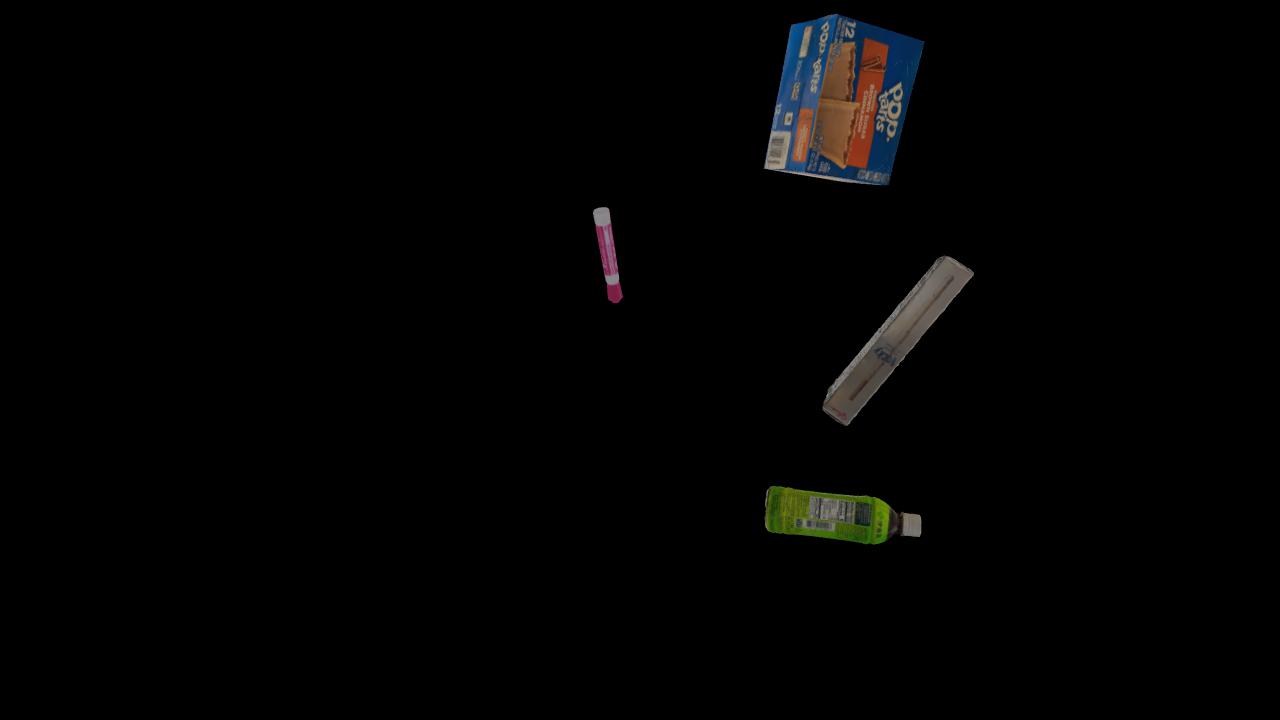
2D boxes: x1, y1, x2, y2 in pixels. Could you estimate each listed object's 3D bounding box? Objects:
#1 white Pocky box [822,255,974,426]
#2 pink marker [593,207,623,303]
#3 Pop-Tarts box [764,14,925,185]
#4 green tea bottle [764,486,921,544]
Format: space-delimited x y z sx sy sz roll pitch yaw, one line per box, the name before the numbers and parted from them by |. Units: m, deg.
white Pocky box | 0.214 -0.018 0.521 0.028 0.154 0.084 38 20 12
pink marker | -0.037 -0.120 0.725 0.020 0.121 0.020 -6 37 4
Pop-Tarts box | 0.244 -0.306 0.744 0.141 0.167 0.083 -1 20 -27
green tea bottle | 0.290 0.227 0.889 0.212 0.073 0.073 4 1 20
